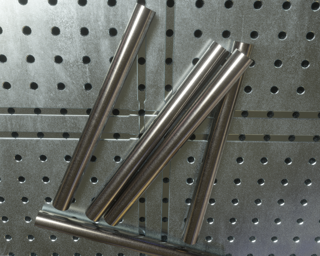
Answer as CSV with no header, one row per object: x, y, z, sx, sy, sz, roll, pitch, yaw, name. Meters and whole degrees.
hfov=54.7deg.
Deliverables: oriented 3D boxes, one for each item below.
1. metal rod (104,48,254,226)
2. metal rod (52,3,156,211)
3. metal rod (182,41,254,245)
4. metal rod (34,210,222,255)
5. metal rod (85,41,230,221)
0.012,0.026,0.409,0.025,0.025,0.299,33,112,-12,metal rod
-0.080,-0.014,0.407,0.025,0.025,0.298,24,108,-9,metal rod
0.074,0.034,0.426,0.025,0.025,0.298,10,110,-4,metal rod
-0.038,0.177,0.478,0.302,0.025,0.025,17,109,-7,metal rod
-0.012,0.015,0.418,0.025,0.025,0.299,34,106,-12,metal rod
